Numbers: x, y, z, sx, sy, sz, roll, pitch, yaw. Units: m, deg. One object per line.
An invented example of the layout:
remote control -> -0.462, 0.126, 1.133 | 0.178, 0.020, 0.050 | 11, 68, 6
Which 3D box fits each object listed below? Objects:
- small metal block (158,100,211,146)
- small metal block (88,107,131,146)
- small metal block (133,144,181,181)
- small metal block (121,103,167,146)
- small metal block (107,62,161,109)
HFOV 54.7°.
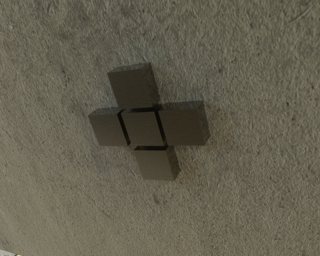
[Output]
small metal block -> 0.031, -0.006, 0.387 | 0.050, 0.025, 0.050 | -2, 118, 28
small metal block -> -0.068, -0.002, 0.441 | 0.050, 0.025, 0.050 | -2, 118, 28
small metal block -> -0.003, 0.046, 0.437 | 0.050, 0.025, 0.050 | -2, 118, 29
small metal block -> -0.018, -0.004, 0.414 | 0.050, 0.025, 0.050 | -2, 118, 28
small metal block -> -0.032, -0.053, 0.391 | 0.050, 0.025, 0.050 | -2, 118, 28
